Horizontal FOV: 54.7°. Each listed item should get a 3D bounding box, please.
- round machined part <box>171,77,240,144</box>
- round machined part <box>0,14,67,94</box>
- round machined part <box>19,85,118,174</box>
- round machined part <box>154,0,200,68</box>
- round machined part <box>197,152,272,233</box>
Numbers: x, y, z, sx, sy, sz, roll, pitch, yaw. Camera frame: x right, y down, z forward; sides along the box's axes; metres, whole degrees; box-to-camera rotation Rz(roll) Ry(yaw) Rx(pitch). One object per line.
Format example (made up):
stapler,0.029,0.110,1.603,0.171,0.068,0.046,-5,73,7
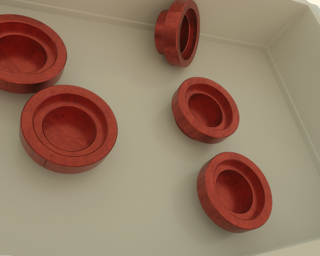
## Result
round machined part,0.060,-0.021,0.439,0.099,0.042,0.098,14,56,-21
round machined part,-0.161,-0.079,0.356,0.099,0.042,0.098,14,56,-21
round machined part,-0.100,0.005,0.338,0.099,0.042,0.098,14,56,-21
round machined part,0.025,-0.144,0.472,0.042,0.097,0.098,12,48,23
round machined part,0.089,0.083,0.392,0.099,0.042,0.098,14,56,-21
